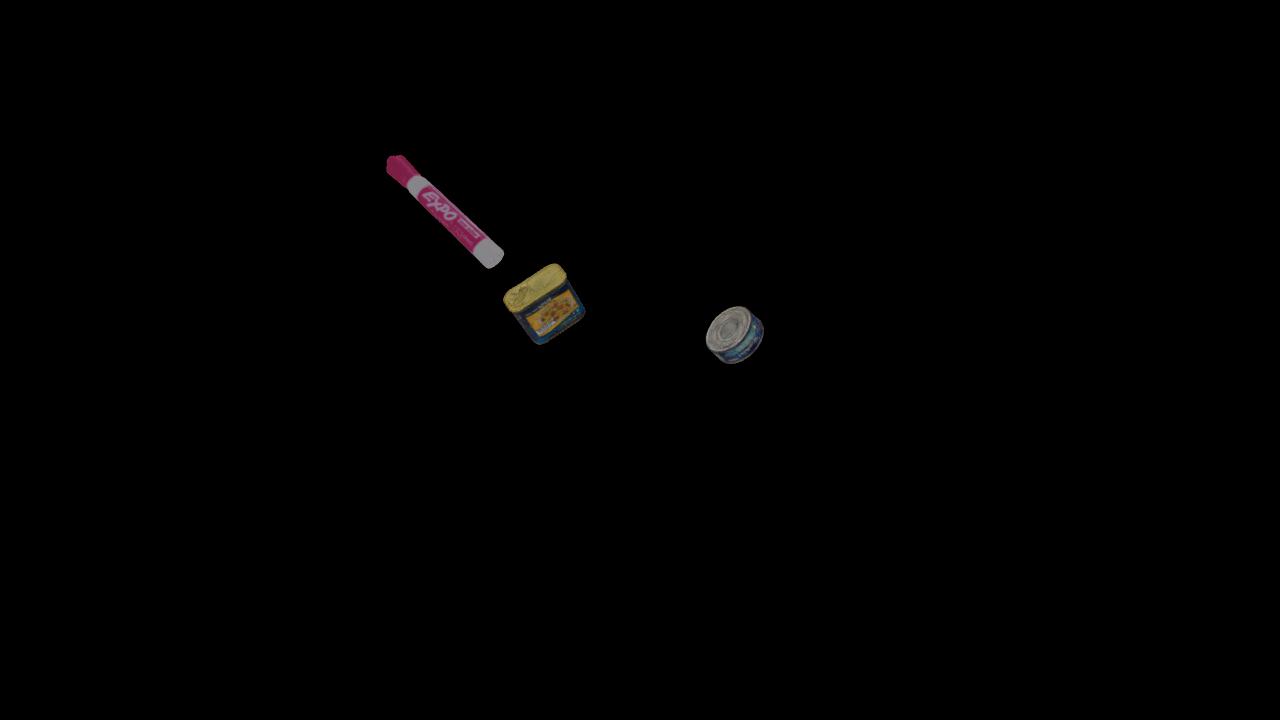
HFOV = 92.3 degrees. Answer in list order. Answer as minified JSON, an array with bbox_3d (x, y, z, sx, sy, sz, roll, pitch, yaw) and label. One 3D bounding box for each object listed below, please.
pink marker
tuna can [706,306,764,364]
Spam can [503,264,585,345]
[{"bbox_3d":[-0.154,-0.118,0.480,0.121,0.020,0.020,43,7,7],"label":"pink marker"},{"bbox_3d":[0.139,-0.038,0.913,0.084,0.084,0.034,0,-31,49],"label":"tuna can"},{"bbox_3d":[-0.144,-0.084,0.946,0.101,0.085,0.058,-34,48,-4],"label":"Spam can"}]
